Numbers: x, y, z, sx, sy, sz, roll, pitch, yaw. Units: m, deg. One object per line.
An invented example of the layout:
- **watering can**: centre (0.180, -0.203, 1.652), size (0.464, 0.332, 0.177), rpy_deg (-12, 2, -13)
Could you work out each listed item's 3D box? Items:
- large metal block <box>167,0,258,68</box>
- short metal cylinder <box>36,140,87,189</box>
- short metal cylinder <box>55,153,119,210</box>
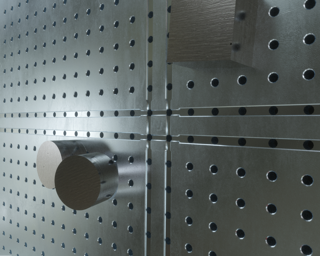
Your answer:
- **large metal block**: centre (0.058, -0.111, 0.346), size (0.080, 0.050, 0.079), rpy_deg (8, 95, 39)
- **short metal cylinder**: centre (-0.168, 0.061, 0.532), size (0.080, 0.050, 0.079), rpy_deg (0, 90, 40)
- **short metal cylinder**: centre (-0.111, 0.079, 0.470), size (0.080, 0.050, 0.079), rpy_deg (0, 91, 22)
